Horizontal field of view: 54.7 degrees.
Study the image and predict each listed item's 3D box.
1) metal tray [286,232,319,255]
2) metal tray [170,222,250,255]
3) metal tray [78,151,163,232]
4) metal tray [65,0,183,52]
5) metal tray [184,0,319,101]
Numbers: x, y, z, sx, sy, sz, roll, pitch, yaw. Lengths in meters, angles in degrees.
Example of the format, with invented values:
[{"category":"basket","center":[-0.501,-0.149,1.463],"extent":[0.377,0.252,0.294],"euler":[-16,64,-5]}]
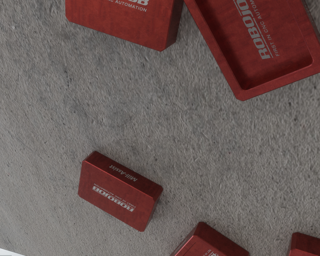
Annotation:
[{"category":"metal tray","center":[0.232,0.195,0.401],"extent":[0.130,0.030,0.089],"euler":[12,124,21]},{"category":"metal tray","center":[0.071,0.217,0.500],"extent":[0.090,0.030,0.129],"euler":[33,129,6]},{"category":"metal tray","center":[-0.068,0.104,0.504],"extent":[0.130,0.030,0.089],"euler":[26,128,11]},{"category":"metal tray","center":[-0.040,-0.146,0.334],"extent":[0.130,0.030,0.089],"euler":[22,127,15]},{"category":"metal tray","center":[0.089,-0.099,0.294],"extent":[0.090,0.030,0.130],"euler":[-22,107,36]}]
